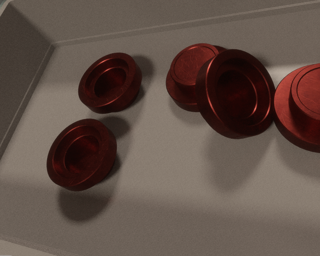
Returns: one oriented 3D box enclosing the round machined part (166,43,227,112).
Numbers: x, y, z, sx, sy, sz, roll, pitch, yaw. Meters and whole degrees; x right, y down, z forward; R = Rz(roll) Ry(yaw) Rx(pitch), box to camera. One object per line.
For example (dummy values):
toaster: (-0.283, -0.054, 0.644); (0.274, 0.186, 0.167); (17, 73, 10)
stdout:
round machined part: (0.052, -0.073, 0.411); (0.098, 0.042, 0.098); (-13, 56, 20)

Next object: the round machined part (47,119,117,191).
round machined part: (-0.101, 0.039, 0.422); (0.098, 0.042, 0.098); (-13, 56, 20)

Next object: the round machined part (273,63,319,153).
round machined part: (0.167, -0.027, 0.314); (0.098, 0.042, 0.098); (-7, 61, 13)

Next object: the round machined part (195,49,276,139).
round machined part: (0.081, -0.035, 0.350); (0.042, 0.098, 0.098); (-24, 42, 60)

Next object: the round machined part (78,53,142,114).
round machined part: (-0.070, -0.063, 0.468); (0.098, 0.042, 0.098); (-13, 56, 20)
